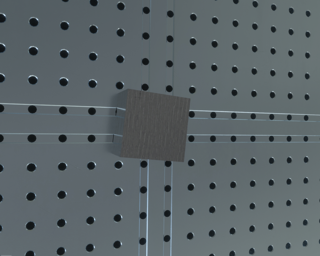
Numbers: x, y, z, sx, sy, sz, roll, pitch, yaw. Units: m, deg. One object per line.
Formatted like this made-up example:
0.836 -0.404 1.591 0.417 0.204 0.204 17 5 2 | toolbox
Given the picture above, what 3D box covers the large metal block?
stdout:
-0.012 -0.002 0.395 0.081 0.050 0.080 7 88 -20 | large metal block
